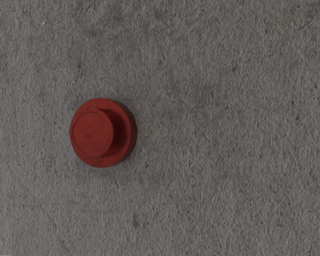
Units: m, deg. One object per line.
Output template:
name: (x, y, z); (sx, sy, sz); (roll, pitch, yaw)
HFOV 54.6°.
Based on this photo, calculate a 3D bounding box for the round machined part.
round machined part: (-0.085, 0.007, 0.431); (0.098, 0.042, 0.097); (0, 90, 20)
